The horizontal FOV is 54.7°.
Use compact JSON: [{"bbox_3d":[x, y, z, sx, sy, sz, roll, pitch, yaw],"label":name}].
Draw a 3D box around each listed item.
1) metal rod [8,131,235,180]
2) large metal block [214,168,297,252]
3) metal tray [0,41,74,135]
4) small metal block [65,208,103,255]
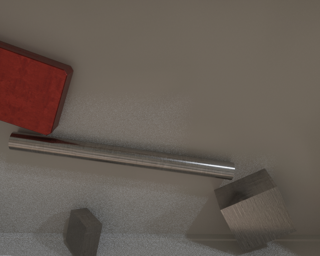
[{"bbox_3d":[-0.048,0.039,0.424,0.302,0.025,0.025,8,110,-4],"label":"metal rod"},{"bbox_3d":[0.134,0.117,0.443,0.080,0.050,0.080,-26,108,8],"label":"large metal block"},{"bbox_3d":[-0.186,-0.054,0.386,0.131,0.030,0.089,19,109,-8],"label":"metal tray"},{"bbox_3d":[-0.110,0.151,0.445,0.025,0.050,0.050,4,103,-41],"label":"small metal block"}]
